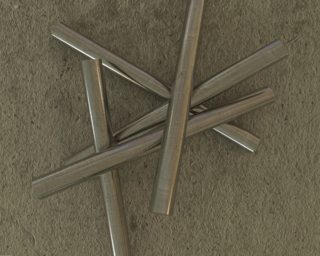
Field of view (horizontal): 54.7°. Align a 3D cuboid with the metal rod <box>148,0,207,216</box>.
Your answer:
[{"bbox_3d":[0.027,-0.052,0.363,0.025,0.025,0.299,11,71,0],"label":"metal rod"}]

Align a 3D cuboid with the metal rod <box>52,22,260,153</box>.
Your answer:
[{"bbox_3d":[-0.004,-0.053,0.409,0.301,0.025,0.025,30,90,0],"label":"metal rod"}]

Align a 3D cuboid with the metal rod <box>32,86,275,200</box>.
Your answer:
[{"bbox_3d":[0.004,0.012,0.367,0.302,0.025,0.025,-22,90,-13],"label":"metal rod"}]

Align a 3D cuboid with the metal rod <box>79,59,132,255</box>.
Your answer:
[{"bbox_3d":[-0.061,0.067,0.383,0.025,0.025,0.298,-7,101,0],"label":"metal rod"}]

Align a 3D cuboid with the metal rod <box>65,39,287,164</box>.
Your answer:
[{"bbox_3d":[0.013,-0.022,0.386,0.300,0.025,0.025,-29,90,9],"label":"metal rod"}]
